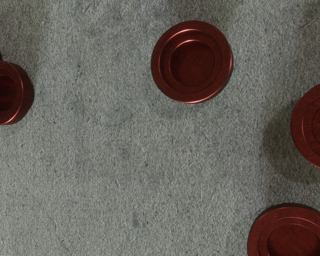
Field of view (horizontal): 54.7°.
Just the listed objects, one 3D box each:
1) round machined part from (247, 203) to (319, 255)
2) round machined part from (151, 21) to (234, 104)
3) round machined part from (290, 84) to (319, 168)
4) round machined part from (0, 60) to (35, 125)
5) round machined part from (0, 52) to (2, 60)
[{"bbox_3d":[0.150,0.132,0.347,0.098,0.042,0.097,0,90,20],"label":"round machined part"},{"bbox_3d":[0.042,-0.078,0.385,0.098,0.042,0.097,0,90,20],"label":"round machined part"},{"bbox_3d":[0.192,-0.002,0.332,0.098,0.042,0.097,0,90,20],"label":"round machined part"},{"bbox_3d":[-0.238,-0.053,0.483,0.098,0.042,0.097,0,91,18],"label":"round machined part"},{"bbox_3d":[-0.314,-0.103,0.511,0.098,0.042,0.097,0,90,20],"label":"round machined part"}]
